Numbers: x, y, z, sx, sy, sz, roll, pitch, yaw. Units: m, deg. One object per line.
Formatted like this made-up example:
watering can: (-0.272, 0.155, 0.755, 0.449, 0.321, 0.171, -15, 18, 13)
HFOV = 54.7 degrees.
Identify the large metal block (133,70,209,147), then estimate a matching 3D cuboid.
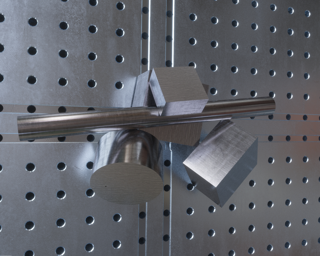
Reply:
large metal block: (0.009, -0.023, 0.399, 0.081, 0.050, 0.080, 11, 86, -20)

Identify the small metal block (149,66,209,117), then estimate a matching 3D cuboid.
small metal block: (0.020, -0.042, 0.350, 0.050, 0.025, 0.050, -6, 57, -20)

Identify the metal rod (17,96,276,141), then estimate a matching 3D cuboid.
metal rod: (0.002, -0.014, 0.357, 0.303, 0.025, 0.025, -6, 92, -20)

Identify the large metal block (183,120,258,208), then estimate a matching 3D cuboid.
large metal block: (0.082, 0.046, 0.403, 0.080, 0.050, 0.080, -47, 148, -14)

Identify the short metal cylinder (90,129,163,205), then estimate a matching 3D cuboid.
short metal cylinder: (-0.037, 0.046, 0.360, 0.080, 0.080, 0.050, 21, 41, -19)
